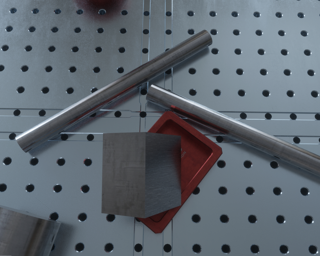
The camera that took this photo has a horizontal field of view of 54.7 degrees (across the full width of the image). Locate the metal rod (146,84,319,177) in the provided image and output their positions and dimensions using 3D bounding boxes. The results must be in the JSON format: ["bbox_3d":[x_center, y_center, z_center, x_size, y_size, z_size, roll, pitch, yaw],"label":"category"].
[{"bbox_3d":[0.122,0.012,0.408,0.301,0.025,0.025,24,72,8],"label":"metal rod"}]

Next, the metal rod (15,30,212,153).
[{"bbox_3d":[-0.055,-0.057,0.431,0.301,0.025,0.025,-32,74,-12],"label":"metal rod"}]

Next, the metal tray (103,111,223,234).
[{"bbox_3d":[0.004,0.053,0.389,0.090,0.030,0.130,37,74,12],"label":"metal tray"}]

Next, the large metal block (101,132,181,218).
[{"bbox_3d":[-0.017,0.047,0.334,0.050,0.080,0.080,-2,85,28],"label":"large metal block"}]

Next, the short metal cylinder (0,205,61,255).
[{"bbox_3d":[-0.157,0.118,0.338,0.080,0.080,0.050,15,71,5],"label":"short metal cylinder"}]
